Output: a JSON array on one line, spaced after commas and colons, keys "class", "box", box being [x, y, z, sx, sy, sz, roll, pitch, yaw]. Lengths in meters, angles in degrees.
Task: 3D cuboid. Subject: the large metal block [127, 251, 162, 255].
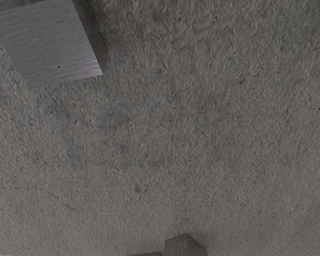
[{"class": "large metal block", "box": [-0.033, 0.308, 0.633, 0.080, 0.080, 0.050, -11, 129, 9]}]

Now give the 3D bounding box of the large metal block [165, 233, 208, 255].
[{"class": "large metal block", "box": [0.053, 0.263, 0.595, 0.050, 0.080, 0.080, -29, 125, 22]}]

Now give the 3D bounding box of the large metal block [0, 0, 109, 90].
[{"class": "large metal block", "box": [-0.106, -0.092, 0.311, 0.080, 0.050, 0.080, -11, 130, 8]}]
